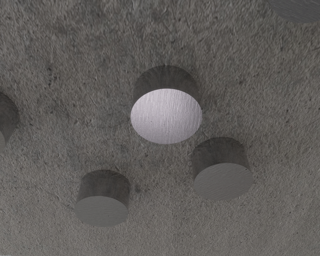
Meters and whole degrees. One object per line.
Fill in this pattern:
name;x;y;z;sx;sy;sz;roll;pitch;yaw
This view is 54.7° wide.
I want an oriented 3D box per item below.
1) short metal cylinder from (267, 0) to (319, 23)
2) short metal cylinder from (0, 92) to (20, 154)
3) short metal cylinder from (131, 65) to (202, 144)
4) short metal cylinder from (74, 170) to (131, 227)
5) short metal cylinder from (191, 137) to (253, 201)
short metal cylinder;0.128;-0.141;0.272;0.081;0.050;0.079;0;130;0
short metal cylinder;-0.224;-0.007;0.383;0.081;0.050;0.079;0;130;0
short metal cylinder;0.007;-0.027;0.368;0.081;0.050;0.079;0;130;0
short metal cylinder;-0.088;0.111;0.484;0.081;0.050;0.079;0;130;0
short metal cylinder;0.087;0.059;0.442;0.081;0.050;0.079;0;130;0
